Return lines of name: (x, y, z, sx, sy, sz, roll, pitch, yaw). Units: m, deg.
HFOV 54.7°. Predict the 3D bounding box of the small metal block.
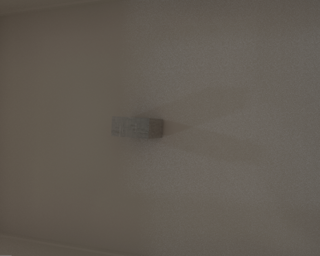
small metal block: (-0.028, -0.001, 0.403, 0.050, 0.050, 0.025, 3, 91, 19)
